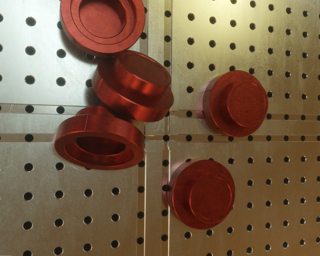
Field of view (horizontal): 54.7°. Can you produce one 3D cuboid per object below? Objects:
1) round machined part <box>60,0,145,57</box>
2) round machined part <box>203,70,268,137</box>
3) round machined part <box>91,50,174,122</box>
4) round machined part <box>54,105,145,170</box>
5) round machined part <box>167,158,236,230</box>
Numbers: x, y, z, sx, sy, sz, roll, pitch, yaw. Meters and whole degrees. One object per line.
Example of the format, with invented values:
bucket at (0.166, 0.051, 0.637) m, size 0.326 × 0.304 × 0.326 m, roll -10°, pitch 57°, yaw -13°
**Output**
round machined part at (-0.071, -0.135, 0.378) m, size 0.099 × 0.042 × 0.097 m, roll 0°, pitch 90°, yaw -21°
round machined part at (0.116, -0.035, 0.448) m, size 0.099 × 0.042 × 0.097 m, roll 0°, pitch 90°, yaw -20°
round machined part at (-0.026, -0.055, 0.364) m, size 0.099 × 0.098 × 0.042 m, roll 21°, pitch 124°, yaw -19°
round machined part at (-0.067, 0.010, 0.357) m, size 0.099 × 0.097 × 0.042 m, roll 15°, pitch 57°, yaw -20°
round machined part at (0.063, 0.093, 0.429) m, size 0.099 × 0.042 × 0.097 m, roll 0°, pitch 90°, yaw -21°
